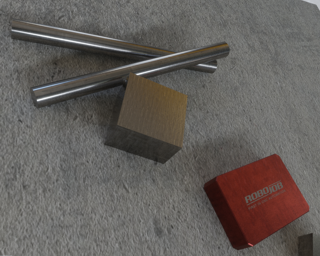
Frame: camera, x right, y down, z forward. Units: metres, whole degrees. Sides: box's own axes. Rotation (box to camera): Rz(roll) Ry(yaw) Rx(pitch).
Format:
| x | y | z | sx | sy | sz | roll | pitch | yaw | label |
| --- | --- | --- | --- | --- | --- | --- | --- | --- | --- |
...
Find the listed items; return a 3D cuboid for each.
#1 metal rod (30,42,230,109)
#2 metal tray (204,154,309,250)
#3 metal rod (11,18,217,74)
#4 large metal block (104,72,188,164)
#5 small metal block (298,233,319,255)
| x | y | z | sx | sy | sz | roll | pitch | yaw | label |
| --- | --- | --- | --- | --- | --- | --- | --- | --- | --- |
| -0.019 | -0.080 | 0.424 | 0.302 | 0.025 | 0.025 | -21 | 73 | -30 | metal rod |
| 0.132 | 0.094 | 0.417 | 0.131 | 0.030 | 0.090 | -13 | 69 | -34 | metal tray |
| -0.047 | -0.113 | 0.448 | 0.303 | 0.025 | 0.025 | 4 | 60 | -27 | metal rod |
| -0.016 | -0.011 | 0.387 | 0.080 | 0.050 | 0.080 | 20 | 54 | -17 | large metal block |
| 0.214 | 0.177 | 0.414 | 0.050 | 0.025 | 0.050 | 29 | 52 | -11 | small metal block |
